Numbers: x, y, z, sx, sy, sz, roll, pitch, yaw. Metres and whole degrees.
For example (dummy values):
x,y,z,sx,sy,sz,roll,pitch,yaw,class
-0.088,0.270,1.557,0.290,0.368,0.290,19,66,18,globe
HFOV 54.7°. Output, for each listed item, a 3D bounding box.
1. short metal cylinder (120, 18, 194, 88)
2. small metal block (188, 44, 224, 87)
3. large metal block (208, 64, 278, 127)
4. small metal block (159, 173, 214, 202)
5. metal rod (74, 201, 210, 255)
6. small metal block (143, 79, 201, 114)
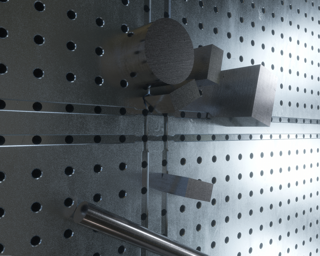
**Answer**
x,y,z,sx,sy,sz,roll,pitch,yaw,class
-0.003,-0.093,0.392,0.081,0.050,0.079,0,90,-40,short metal cylinder
0.061,-0.088,0.446,0.025,0.050,0.050,16,80,-39,small metal block
0.129,-0.047,0.484,0.050,0.080,0.080,22,77,-39,large metal block
0.036,0.082,0.426,0.050,0.050,0.025,21,77,-39,small metal block
0.014,0.165,0.423,0.301,0.025,0.025,36,68,-34,metal rod
0.016,-0.041,0.408,0.050,0.050,0.025,-34,112,-35,small metal block
